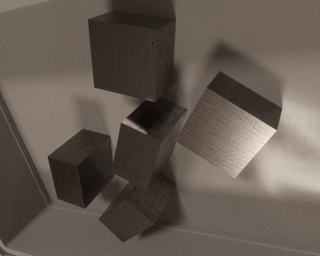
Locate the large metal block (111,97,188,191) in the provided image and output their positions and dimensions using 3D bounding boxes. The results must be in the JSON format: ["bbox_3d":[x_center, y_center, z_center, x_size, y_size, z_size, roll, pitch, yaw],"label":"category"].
[{"bbox_3d":[-0.013,0.016,0.388,0.050,0.080,0.079,25,127,12],"label":"large metal block"}]

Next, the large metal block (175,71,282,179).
[{"bbox_3d":[0.076,-0.004,0.350,0.080,0.050,0.079,33,129,6],"label":"large metal block"}]

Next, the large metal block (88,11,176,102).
[{"bbox_3d":[-0.031,-0.084,0.355,0.080,0.050,0.079,15,125,19],"label":"large metal block"}]

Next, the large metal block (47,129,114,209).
[{"bbox_3d":[-0.115,0.059,0.468,0.050,0.080,0.079,13,124,20],"label":"large metal block"}]

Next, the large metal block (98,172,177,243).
[{"bbox_3d":[-0.032,0.110,0.456,0.050,0.080,0.080,45,129,-3],"label":"large metal block"}]
